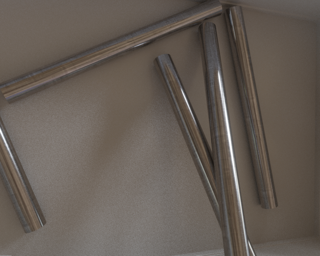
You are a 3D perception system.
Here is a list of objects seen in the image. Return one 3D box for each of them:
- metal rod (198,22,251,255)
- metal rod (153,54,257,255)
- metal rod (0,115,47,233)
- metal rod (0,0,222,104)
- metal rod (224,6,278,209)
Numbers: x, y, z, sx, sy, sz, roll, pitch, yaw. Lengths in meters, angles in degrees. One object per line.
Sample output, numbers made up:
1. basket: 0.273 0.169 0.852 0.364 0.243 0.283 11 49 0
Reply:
1. metal rod: 0.071 -0.006 0.371 0.025 0.025 0.299 8 62 -20
2. metal rod: 0.054 0.042 0.370 0.025 0.025 0.299 -15 72 -19
3. metal rod: -0.194 -0.025 0.338 0.025 0.025 0.298 -23 98 -19
4. metal rod: -0.047 -0.104 0.392 0.302 0.025 0.025 -28 99 -18
5. metal rod: 0.136 -0.027 0.460 0.025 0.025 0.298 -13 95 -20
